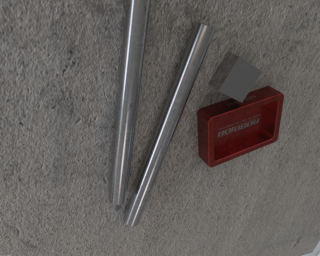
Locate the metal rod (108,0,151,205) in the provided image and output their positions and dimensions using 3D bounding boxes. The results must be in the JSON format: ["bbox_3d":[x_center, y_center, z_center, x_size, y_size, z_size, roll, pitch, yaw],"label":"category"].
[{"bbox_3d":[-0.038,-0.031,0.366,0.025,0.025,0.298,-5,121,-26],"label":"metal rod"}]

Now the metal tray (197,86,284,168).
[{"bbox_3d":[0.121,-0.002,0.468,0.131,0.030,0.089,-19,126,-18],"label":"metal tray"}]

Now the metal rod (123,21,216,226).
[{"bbox_3d":[0.005,0.010,0.415,0.025,0.025,0.298,7,115,-32],"label":"metal rod"}]

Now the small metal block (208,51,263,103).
[{"bbox_3d":[0.102,-0.068,0.420,0.050,0.025,0.050,19,108,-36],"label":"small metal block"}]
